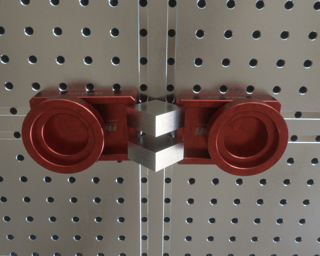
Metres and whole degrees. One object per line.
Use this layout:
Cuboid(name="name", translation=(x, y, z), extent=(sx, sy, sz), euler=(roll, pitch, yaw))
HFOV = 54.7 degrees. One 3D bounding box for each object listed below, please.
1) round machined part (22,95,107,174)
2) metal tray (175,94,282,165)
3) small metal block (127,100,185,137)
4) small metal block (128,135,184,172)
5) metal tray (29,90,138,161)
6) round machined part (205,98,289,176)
Cuboid(name="round machined part", translation=(-0.117, 0.005, 0.392), extent=(0.099, 0.042, 0.097), euler=(0, 110, 0))
Cuboid(name="metal tray", translation=(0.086, 0.003, 0.413), extent=(0.131, 0.030, 0.089), euler=(1, 110, -1))
Cuboid(name="small metal block", translation=(-0.005, -0.014, 0.380), extent=(0.050, 0.050, 0.025), euler=(19, 117, 41))
Cuboid(name="small metal block", translation=(-0.005, 0.028, 0.394), extent=(0.050, 0.050, 0.025), euler=(19, 117, 41))
Cuboid(name="metal tray", translation=(-0.095, -0.002, 0.410), extent=(0.131, 0.030, 0.089), euler=(-1, 112, 0))
Cuboid(name="round machined part", translation=(0.107, 0.008, 0.395), extent=(0.099, 0.042, 0.097), euler=(0, 110, 0))
